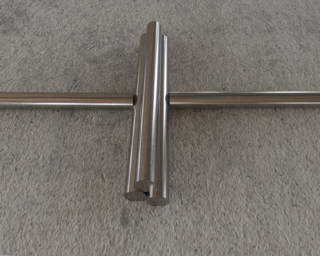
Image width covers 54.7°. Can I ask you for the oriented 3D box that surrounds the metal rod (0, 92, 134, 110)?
[{"bbox_3d":[-0.188,-0.038,0.434,0.302,0.025,0.025,0,50,0],"label":"metal rod"}]

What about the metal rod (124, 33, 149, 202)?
[{"bbox_3d":[-0.024,-0.039,0.438,0.025,0.025,0.300,1,50,0],"label":"metal rod"}]

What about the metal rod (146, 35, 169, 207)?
[{"bbox_3d":[0.000,-0.034,0.434,0.025,0.025,0.300,1,50,0],"label":"metal rod"}]

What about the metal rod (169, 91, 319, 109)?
[{"bbox_3d":[0.164,-0.040,0.440,0.302,0.025,0.025,0,50,-1],"label":"metal rod"}]

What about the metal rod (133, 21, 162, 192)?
[{"bbox_3d":[-0.013,-0.053,0.423,0.025,0.025,0.300,1,50,0],"label":"metal rod"}]
